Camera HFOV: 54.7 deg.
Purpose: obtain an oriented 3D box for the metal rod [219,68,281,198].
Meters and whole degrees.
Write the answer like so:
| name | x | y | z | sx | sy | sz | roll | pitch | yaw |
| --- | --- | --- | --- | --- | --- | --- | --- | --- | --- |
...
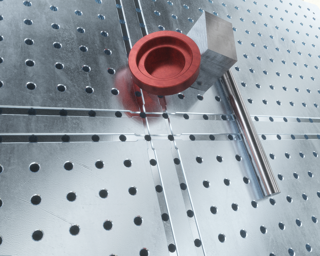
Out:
| name | x | y | z | sx | sy | sz | roll | pitch | yaw |
| --- | --- | --- | --- | --- | --- | --- | --- | --- | --- |
| metal rod | 0.124 | -0.038 | 0.497 | 0.025 | 0.025 | 0.299 | 0 | 62 | -28 |

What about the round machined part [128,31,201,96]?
| name | x | y | z | sx | sy | sz | roll | pitch | yaw |
| --- | --- | --- | --- | --- | --- | --- | --- | --- | --- |
| round machined part | 0.007 | -0.086 | 0.436 | 0.099 | 0.042 | 0.098 | -2 | 63 | 4 |

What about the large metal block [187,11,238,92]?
| name | x | y | z | sx | sy | sz | roll | pitch | yaw |
| --- | --- | --- | --- | --- | --- | --- | --- | --- | --- |
| large metal block | 0.071 | -0.117 | 0.481 | 0.050 | 0.080 | 0.080 | 16 | 55 | -22 |
